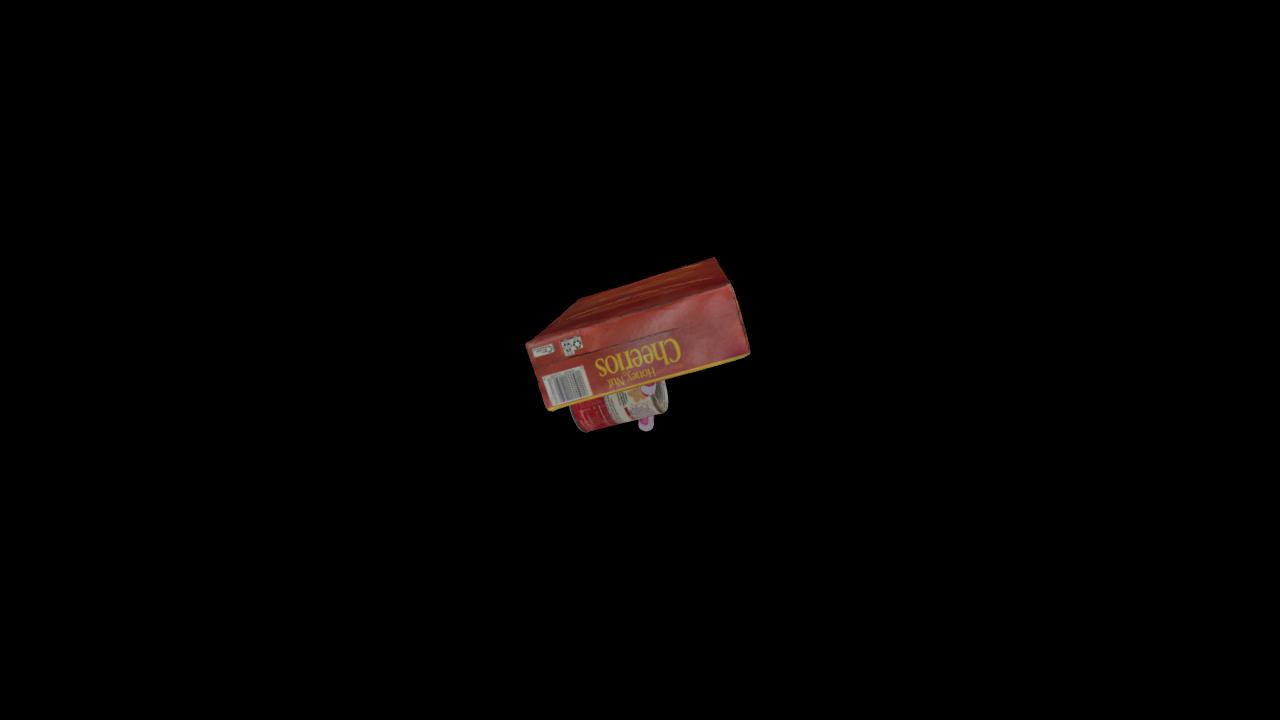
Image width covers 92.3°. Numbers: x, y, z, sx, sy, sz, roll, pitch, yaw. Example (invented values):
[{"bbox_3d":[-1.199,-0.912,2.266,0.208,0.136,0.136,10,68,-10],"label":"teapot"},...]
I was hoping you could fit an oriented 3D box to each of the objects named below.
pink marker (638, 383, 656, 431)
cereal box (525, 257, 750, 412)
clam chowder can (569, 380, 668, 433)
[{"bbox_3d":[0.009,0.042,0.697,0.020,0.020,0.121,0,-37,-2],"label":"pink marker"},{"bbox_3d":[0.007,-0.044,0.706,0.203,0.081,0.306,-16,11,7],"label":"cereal box"},{"bbox_3d":[-0.025,0.042,0.722,0.102,0.068,0.068,-15,-4,16],"label":"clam chowder can"}]
